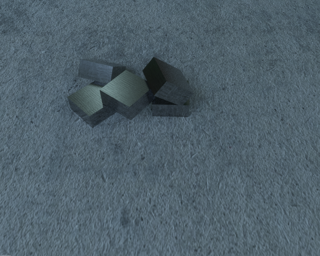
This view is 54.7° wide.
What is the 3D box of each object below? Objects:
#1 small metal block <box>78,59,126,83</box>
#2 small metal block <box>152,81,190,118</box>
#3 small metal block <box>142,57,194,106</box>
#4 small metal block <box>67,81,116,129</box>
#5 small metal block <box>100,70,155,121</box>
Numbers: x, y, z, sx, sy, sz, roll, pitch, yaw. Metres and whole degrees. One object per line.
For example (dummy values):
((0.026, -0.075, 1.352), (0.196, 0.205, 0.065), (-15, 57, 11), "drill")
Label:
((-0.085, -0.084, 0.459), (0.050, 0.025, 0.050), (15, 15, 11), "small metal block")
((0.015, -0.042, 0.440), (0.050, 0.025, 0.050), (2, 50, 1), "small metal block")
((0.010, -0.061, 0.407), (0.050, 0.025, 0.050), (17, 37, -41), "small metal block")
((-0.091, -0.034, 0.432), (0.050, 0.025, 0.050), (38, 59, 27), "small metal block")
((-0.042, -0.044, 0.407), (0.050, 0.025, 0.050), (31, 56, 23), "small metal block")
